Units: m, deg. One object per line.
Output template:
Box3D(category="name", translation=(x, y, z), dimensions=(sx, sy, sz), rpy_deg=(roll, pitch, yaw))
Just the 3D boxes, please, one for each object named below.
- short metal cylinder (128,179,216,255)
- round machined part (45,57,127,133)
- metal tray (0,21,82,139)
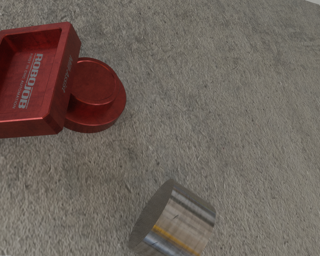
Box3D(category="short metal cylinder", translation=(0.011, 0.099, 0.314), dimensions=(0.050, 0.080, 0.080), rpy_deg=(35, 51, -5))
Box3D(category="round machined part", translation=(-0.087, -0.046, 0.374), dimensions=(0.099, 0.042, 0.098), rpy_deg=(14, 56, -21))
Box3D(category="metal tray", translation=(-0.140, -0.053, 0.328), dimensions=(0.090, 0.030, 0.130), rpy_deg=(-4, 58, 9))
